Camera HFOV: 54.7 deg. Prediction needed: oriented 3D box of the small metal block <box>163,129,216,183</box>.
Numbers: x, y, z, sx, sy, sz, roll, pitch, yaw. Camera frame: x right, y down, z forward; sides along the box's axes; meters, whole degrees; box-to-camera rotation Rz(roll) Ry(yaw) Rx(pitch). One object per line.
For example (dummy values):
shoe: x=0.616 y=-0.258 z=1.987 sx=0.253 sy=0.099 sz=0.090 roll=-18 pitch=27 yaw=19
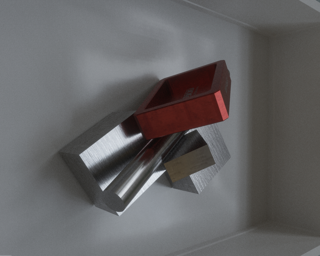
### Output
small metal block: x=0.029 y=0.030 z=0.351 sx=0.050 sy=0.050 sz=0.025 roll=-24 pitch=109 yaw=1

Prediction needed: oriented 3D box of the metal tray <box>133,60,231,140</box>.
metal tray: x=0.032 y=-0.037 z=0.356 sx=0.130 sy=0.090 sz=0.030 roll=-62 pitch=134 yaw=-62

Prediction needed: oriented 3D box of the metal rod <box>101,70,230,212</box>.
metal rod: x=0.029 y=-0.011 z=0.383 sx=0.301 sy=0.025 sz=0.025 roll=-47 pitch=119 yaw=-47

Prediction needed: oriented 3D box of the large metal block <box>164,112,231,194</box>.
large metal block: x=0.043 y=0.031 z=0.427 sx=0.080 sy=0.050 sz=0.080 roll=-41 pitch=115 yaw=-32

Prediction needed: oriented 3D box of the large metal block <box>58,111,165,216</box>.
large metal block: x=-0.049 y=0.036 z=0.346 sx=0.080 sy=0.050 sz=0.080 roll=-41 pitch=115 yaw=-32
